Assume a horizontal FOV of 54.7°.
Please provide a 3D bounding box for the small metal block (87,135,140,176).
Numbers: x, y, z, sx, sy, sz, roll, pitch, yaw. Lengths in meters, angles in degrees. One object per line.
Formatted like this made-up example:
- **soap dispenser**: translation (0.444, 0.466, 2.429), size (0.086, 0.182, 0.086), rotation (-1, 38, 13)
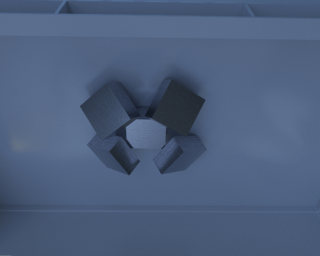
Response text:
- **small metal block**: translation (-0.063, 0.034, 0.419), size (0.050, 0.025, 0.050), rotation (10, 144, 43)

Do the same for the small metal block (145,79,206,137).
- **small metal block**: translation (0.018, -0.024, 0.370), size (0.050, 0.025, 0.050), rotation (28, 87, -22)

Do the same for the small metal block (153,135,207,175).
- **small metal block**: translation (0.027, 0.036, 0.423), size (0.050, 0.025, 0.050), rotation (-1, 141, -47)

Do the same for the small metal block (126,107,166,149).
- **small metal block**: translation (-0.018, 0.000, 0.406), size (0.050, 0.025, 0.050), rotation (1, 130, -1)

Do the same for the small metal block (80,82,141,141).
- **small metal block**: translation (-0.060, -0.020, 0.372), size (0.050, 0.025, 0.050), rotation (-35, 85, 26)
